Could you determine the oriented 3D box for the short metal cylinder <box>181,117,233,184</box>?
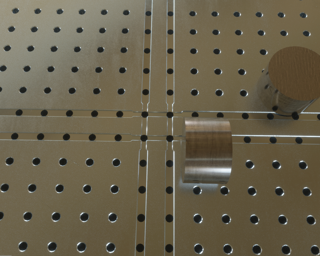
[{"bbox_3d":[0.053,0.027,0.373,0.050,0.080,0.080,1,70,0],"label":"short metal cylinder"}]

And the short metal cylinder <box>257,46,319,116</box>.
[{"bbox_3d":[0.180,-0.063,0.423,0.081,0.050,0.080,0,70,0],"label":"short metal cylinder"}]
